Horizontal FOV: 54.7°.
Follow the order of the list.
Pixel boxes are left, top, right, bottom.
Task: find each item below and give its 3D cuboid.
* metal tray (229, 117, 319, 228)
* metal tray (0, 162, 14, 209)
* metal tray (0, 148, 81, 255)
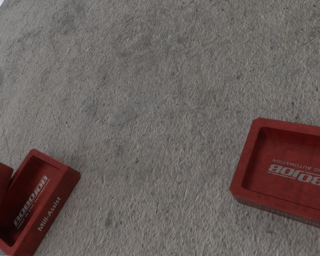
[{"bbox_3d":[0.144,0.044,0.297,0.130,0.030,0.090,12,68,33],"label":"metal tray"},{"bbox_3d":[-0.274,0.112,0.448,0.130,0.030,0.090,-30,40,25],"label":"metal tray"},{"bbox_3d":[-0.181,0.101,0.433,0.090,0.030,0.130,18,71,35],"label":"metal tray"}]
